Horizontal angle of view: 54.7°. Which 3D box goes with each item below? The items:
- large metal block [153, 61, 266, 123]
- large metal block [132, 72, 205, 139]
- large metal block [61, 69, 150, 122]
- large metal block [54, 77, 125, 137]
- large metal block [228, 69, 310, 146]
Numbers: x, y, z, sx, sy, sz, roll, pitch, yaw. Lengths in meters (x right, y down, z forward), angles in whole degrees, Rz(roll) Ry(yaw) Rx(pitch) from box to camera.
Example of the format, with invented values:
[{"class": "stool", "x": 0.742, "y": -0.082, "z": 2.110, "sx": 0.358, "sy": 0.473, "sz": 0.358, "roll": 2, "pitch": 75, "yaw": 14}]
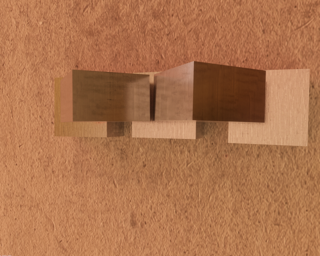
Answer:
[{"class": "large metal block", "x": 0.047, "y": -0.031, "z": 0.313, "sx": 0.080, "sy": 0.081, "sz": 0.050, "roll": 2, "pitch": 90, "yaw": 64}, {"class": "large metal block", "x": 0.012, "y": -0.028, "z": 0.392, "sx": 0.080, "sy": 0.050, "sz": 0.079, "roll": 1, "pitch": 90, "yaw": 19}, {"class": "large metal block", "x": -0.065, "y": -0.032, "z": 0.349, "sx": 0.081, "sy": 0.080, "sz": 0.050, "roll": -1, "pitch": 91, "yaw": -26}, {"class": "large metal block", "x": -0.097, "y": -0.028, "z": 0.430, "sx": 0.080, "sy": 0.050, "sz": 0.079, "roll": 0, "pitch": 90, "yaw": 19}, {"class": "large metal block", "x": 0.123, "y": -0.022, "z": 0.354, "sx": 0.080, "sy": 0.050, "sz": 0.079, "roll": 2, "pitch": 91, "yaw": 19}]
